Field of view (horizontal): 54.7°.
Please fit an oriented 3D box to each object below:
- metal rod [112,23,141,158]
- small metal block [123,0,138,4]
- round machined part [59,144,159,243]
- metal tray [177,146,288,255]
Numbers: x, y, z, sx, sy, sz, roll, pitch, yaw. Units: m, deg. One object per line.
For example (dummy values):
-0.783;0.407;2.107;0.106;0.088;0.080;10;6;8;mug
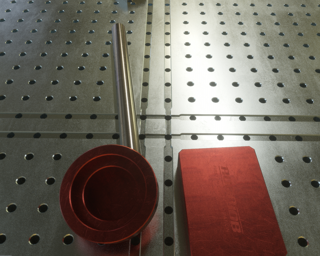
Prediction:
-0.053;-0.063;0.459;0.025;0.025;0.300;-6;50;-5;metal rod
-0.062;-0.292;0.652;0.050;0.025;0.050;-29;56;-22;small metal block
-0.050;0.070;0.325;0.099;0.042;0.098;-2;68;4;round machined part
0.070;0.082;0.337;0.091;0.030;0.130;-2;50;-3;metal tray
